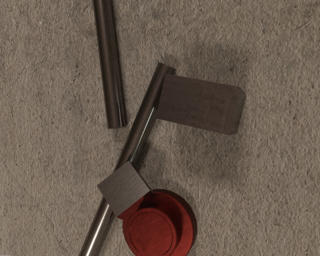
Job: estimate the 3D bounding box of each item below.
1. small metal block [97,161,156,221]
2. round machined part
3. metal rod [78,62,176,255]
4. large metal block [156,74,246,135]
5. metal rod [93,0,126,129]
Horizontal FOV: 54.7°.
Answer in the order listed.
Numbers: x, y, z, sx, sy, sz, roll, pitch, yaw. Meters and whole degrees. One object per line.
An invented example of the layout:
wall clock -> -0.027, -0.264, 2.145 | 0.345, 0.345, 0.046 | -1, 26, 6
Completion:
small metal block -> -0.042, 0.079, 0.389 | 0.050, 0.025, 0.050 | -38, 60, -4
round machined part -> -0.005, 0.132, 0.401 | 0.098, 0.042, 0.097 | 0, 90, 19
metal rod -> -0.048, 0.055, 0.424 | 0.025, 0.025, 0.298 | 26, 98, 18
large metal block -> 0.051, -0.026, 0.361 | 0.080, 0.080, 0.050 | 14, 95, 19
metal rod -> -0.078, -0.148, 0.435 | 0.025, 0.025, 0.298 | -8, 87, 19
